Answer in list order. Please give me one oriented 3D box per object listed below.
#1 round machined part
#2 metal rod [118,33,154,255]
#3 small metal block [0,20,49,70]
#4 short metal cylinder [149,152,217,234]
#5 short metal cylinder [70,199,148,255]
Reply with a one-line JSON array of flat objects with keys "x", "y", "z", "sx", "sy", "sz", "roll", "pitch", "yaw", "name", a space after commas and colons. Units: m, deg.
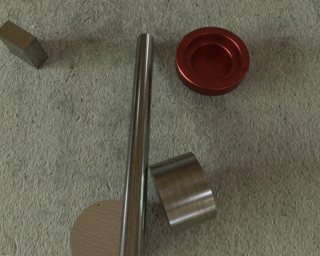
[{"x": 0.071, "y": -0.088, "z": 0.432, "sx": 0.099, "sy": 0.042, "sz": 0.098, "roll": 0, "pitch": 70, "yaw": 0, "name": "round machined part"}, {"x": -0.024, "y": -0.002, "z": 0.377, "sx": 0.025, "sy": 0.025, "sz": 0.299, "roll": 1, "pitch": 58, "yaw": 0, "name": "metal rod"}, {"x": -0.192, "y": -0.116, "z": 0.436, "sx": 0.050, "sy": 0.050, "sz": 0.025, "roll": 32, "pitch": 73, "yaw": 11, "name": "small metal block"}, {"x": 0.024, "y": 0.073, "z": 0.352, "sx": 0.050, "sy": 0.080, "sz": 0.080, "roll": -19, "pitch": 71, "yaw": -7, "name": "short metal cylinder"}, {"x": -0.054, "y": 0.124, "z": 0.349, "sx": 0.081, "sy": 0.050, "sz": 0.080, "roll": 0, "pitch": 70, "yaw": 0, "name": "short metal cylinder"}]
